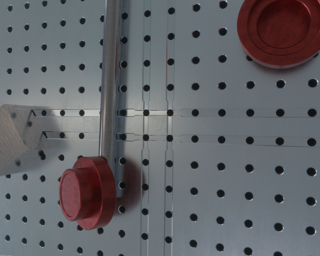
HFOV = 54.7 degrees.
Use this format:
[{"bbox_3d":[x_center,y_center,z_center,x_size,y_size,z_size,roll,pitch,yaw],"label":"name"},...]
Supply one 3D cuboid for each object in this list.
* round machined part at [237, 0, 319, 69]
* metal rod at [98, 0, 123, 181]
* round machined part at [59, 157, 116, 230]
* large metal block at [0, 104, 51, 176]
[{"bbox_3d":[0.141,-0.116,0.354,0.098,0.042,0.097,0,90,20],"label":"round machined part"},{"bbox_3d":[-0.071,-0.048,0.437,0.025,0.025,0.298,3,91,20],"label":"metal rod"},{"bbox_3d":[-0.103,0.088,0.417,0.098,0.042,0.097,-2,87,50],"label":"round machined part"},{"bbox_3d":[-0.232,0.019,0.481,0.080,0.050,0.080,-34,79,17],"label":"large metal block"}]
